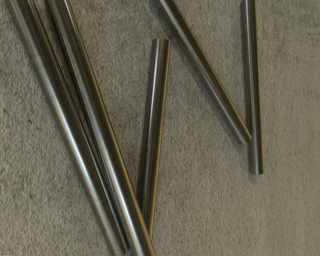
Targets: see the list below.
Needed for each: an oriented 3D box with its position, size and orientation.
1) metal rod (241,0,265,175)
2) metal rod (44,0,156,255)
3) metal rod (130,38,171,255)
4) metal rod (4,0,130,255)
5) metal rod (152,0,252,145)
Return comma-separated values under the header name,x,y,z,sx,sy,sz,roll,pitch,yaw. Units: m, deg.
name,x,y,z,sx,sy,sz,roll,pitch,yaw
metal rod,0.161,-0.069,0.539,0.025,0.025,0.298,-7,95,-40
metal rod,-0.062,0.010,0.338,0.025,0.025,0.298,-24,101,-37
metal rod,-0.012,0.035,0.394,0.025,0.025,0.298,9,84,-40
metal rod,-0.091,0.006,0.327,0.025,0.025,0.298,-29,108,-36
metal rod,0.064,-0.089,0.457,0.025,0.025,0.300,-51,120,-27
